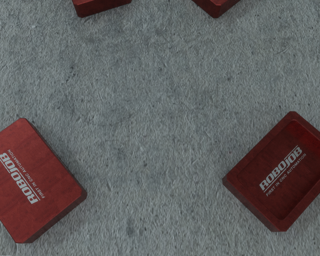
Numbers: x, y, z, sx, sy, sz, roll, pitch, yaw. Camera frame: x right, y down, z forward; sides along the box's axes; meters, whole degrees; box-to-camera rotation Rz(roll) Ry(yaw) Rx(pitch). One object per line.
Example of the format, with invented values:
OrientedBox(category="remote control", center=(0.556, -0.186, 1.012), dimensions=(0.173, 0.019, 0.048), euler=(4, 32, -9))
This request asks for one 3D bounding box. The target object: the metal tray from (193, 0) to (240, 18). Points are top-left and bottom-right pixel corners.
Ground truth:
OrientedBox(category="metal tray", center=(0.104, -0.245, 0.495), dimensions=(0.130, 0.030, 0.090), euler=(-41, 75, -14))

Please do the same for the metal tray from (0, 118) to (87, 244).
OrientedBox(category="metal tray", center=(-0.165, 0.062, 0.381), dimensions=(0.090, 0.030, 0.130), euler=(-39, 75, -13))

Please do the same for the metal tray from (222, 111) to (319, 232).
OrientedBox(category="metal tray", center=(0.155, 0.052, 0.387), dimensions=(0.130, 0.030, 0.090), euler=(-42, 75, -14))

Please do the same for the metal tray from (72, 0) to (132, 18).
OrientedBox(category="metal tray", center=(-0.108, -0.246, 0.494), dimensions=(0.091, 0.030, 0.130), euler=(-21, 71, -8))
